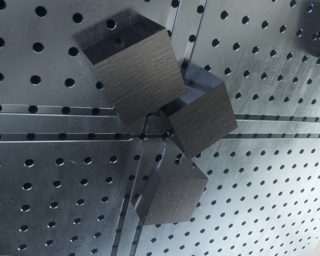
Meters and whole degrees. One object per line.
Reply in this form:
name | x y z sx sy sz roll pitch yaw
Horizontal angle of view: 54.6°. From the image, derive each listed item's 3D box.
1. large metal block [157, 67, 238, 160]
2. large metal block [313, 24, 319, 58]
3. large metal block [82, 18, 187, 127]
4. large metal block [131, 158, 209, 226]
large metal block | 0.047 -0.019 0.408 0.080 0.050 0.080 -33 129 -7
large metal block | 0.285 -0.146 0.459 0.081 0.050 0.080 -18 126 -18
large metal block | -0.026 -0.062 0.342 0.080 0.050 0.080 -30 129 -9
large metal block | 0.013 0.093 0.459 0.081 0.050 0.080 6 116 -31
